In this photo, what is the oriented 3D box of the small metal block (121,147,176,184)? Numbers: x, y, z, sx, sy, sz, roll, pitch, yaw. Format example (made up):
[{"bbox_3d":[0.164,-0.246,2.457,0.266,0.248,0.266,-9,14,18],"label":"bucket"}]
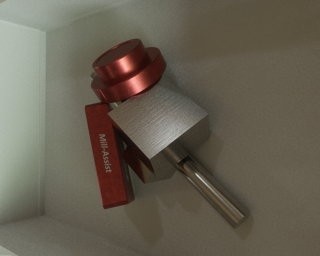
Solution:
[{"bbox_3d":[-0.012,0.042,0.396,0.050,0.050,0.025,45,117,30],"label":"small metal block"}]

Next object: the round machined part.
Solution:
[{"bbox_3d":[-0.045,-0.077,0.390,0.098,0.098,0.042,-2,129,39],"label":"round machined part"}]

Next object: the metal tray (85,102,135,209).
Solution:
[{"bbox_3d":[-0.065,0.038,0.416,0.030,0.090,0.129,-12,80,-2],"label":"metal tray"}]

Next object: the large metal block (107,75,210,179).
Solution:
[{"bbox_3d":[0.000,-0.002,0.361,0.080,0.050,0.080,-37,58,-14],"label":"large metal block"}]

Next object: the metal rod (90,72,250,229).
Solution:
[{"bbox_3d":[-0.005,0.009,0.407,0.300,0.025,0.025,44,116,30],"label":"metal rod"}]
